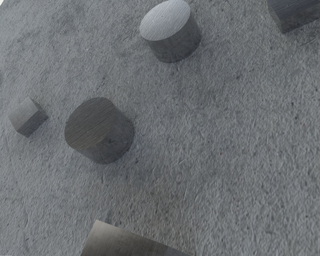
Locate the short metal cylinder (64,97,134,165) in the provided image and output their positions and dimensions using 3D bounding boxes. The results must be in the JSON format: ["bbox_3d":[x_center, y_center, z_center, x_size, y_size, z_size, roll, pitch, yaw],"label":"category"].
[{"bbox_3d":[-0.083,0.004,0.429,0.080,0.050,0.080,-13,56,21],"label":"short metal cylinder"}]

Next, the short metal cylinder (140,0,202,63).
[{"bbox_3d":[0.017,-0.146,0.469,0.080,0.050,0.080,-13,56,21],"label":"short metal cylinder"}]

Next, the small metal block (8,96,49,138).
[{"bbox_3d":[-0.228,-0.019,0.535,0.050,0.025,0.050,-46,51,-4],"label":"small metal block"}]

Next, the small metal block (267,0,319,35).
[{"bbox_3d":[0.176,-0.159,0.409,0.050,0.025,0.050,-22,54,15],"label":"small metal block"}]

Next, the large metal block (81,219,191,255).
[{"bbox_3d":[-0.019,0.133,0.297,0.080,0.080,0.050,8,66,31],"label":"large metal block"}]
